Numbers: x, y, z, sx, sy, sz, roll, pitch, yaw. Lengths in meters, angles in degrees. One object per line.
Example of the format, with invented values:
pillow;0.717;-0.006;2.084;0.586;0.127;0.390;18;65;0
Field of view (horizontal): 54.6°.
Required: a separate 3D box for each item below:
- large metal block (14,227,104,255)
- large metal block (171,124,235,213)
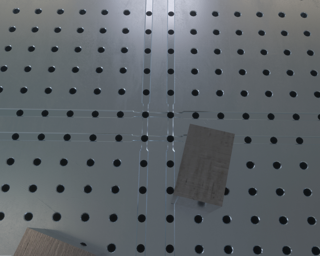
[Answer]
large metal block;-0.118;0.163;0.338;0.080;0.050;0.080;19;71;7
large metal block;0.048;0.051;0.364;0.050;0.080;0.080;13;71;5
